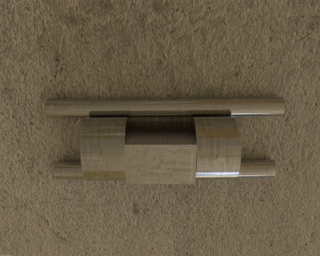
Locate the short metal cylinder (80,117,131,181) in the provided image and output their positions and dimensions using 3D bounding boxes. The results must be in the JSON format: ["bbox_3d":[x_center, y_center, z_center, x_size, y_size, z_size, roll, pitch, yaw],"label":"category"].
[{"bbox_3d":[-0.065,0.026,0.390,0.050,0.080,0.079,-1,110,0],"label":"short metal cylinder"}]

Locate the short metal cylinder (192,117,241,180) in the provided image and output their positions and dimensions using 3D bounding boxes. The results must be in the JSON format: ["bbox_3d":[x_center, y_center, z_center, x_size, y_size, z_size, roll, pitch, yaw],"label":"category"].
[{"bbox_3d":[0.067,0.025,0.391,0.050,0.080,0.079,-1,110,0],"label":"short metal cylinder"}]

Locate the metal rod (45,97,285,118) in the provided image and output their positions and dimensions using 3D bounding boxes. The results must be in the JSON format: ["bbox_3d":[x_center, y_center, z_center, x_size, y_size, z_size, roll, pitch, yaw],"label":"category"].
[{"bbox_3d":[0.007,-0.027,0.401,0.302,0.025,0.025,-1,110,0],"label":"metal rod"}]

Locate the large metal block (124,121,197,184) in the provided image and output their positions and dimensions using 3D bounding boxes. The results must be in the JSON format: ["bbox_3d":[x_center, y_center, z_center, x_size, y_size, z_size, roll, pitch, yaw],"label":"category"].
[{"bbox_3d":[0.001,0.028,0.389,0.081,0.080,0.050,0,110,0],"label":"large metal block"}]

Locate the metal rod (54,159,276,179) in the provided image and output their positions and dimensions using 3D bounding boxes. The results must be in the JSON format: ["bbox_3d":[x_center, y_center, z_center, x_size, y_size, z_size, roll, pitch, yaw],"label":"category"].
[{"bbox_3d":[0.007,0.058,0.432,0.302,0.025,0.025,-1,110,0],"label":"metal rod"}]
